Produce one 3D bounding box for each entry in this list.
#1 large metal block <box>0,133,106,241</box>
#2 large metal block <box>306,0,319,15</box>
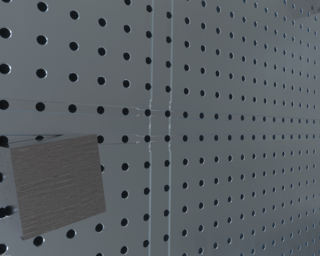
[{"bbox_3d":[-0.105,0.051,0.304,0.081,0.050,0.080,-10,97,-39],"label":"large metal block"},{"bbox_3d":[0.367,-0.318,0.697,0.080,0.050,0.080,50,61,-28],"label":"large metal block"}]
